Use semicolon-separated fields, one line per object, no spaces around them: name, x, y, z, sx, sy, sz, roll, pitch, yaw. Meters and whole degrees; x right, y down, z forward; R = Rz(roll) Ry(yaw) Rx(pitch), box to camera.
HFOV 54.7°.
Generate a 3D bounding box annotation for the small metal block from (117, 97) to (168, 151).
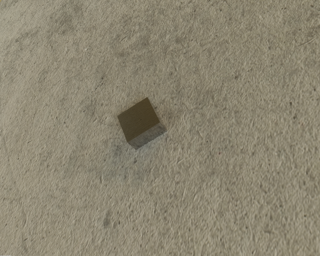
small metal block;-0.024;-0.006;0.421;0.050;0.025;0.050;-32;52;7
